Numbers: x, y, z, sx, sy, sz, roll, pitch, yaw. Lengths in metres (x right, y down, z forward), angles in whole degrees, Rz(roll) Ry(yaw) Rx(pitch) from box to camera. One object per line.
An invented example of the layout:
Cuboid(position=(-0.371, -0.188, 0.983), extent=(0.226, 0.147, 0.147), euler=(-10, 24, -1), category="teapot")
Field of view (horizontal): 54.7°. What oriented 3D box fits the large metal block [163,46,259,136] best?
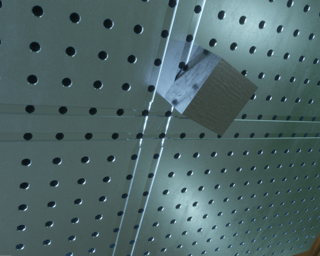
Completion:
Cuboid(position=(0.066, -0.046, 0.405), extent=(0.080, 0.050, 0.080), euler=(26, 104, -38), category="large metal block")
